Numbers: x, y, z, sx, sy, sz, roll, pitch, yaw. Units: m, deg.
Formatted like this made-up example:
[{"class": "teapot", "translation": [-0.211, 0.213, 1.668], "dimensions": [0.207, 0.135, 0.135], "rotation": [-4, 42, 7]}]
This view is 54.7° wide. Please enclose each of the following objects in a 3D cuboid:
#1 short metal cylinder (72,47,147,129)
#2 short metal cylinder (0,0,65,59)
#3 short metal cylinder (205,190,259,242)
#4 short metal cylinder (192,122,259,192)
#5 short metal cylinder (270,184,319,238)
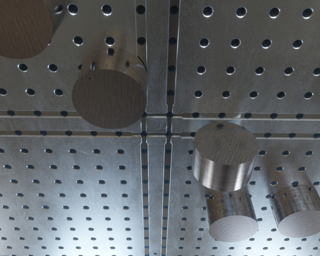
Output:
[{"class": "short metal cylinder", "translation": [-0.055, -0.045, 0.356], "dimensions": [0.081, 0.050, 0.079], "rotation": [0, 130, 0]}, {"class": "short metal cylinder", "translation": [-0.138, -0.114, 0.297], "dimensions": [0.081, 0.050, 0.079], "rotation": [0, 130, 0]}, {"class": "short metal cylinder", "translation": [0.120, 0.149, 0.524], "dimensions": [0.081, 0.050, 0.079], "rotation": [0, 130, 0]}, {"class": "short metal cylinder", "translation": [0.084, 0.036, 0.407], "dimensions": [0.081, 0.080, 0.050], "rotation": [0, 130, 0]}, {"class": "short metal cylinder", "translation": [0.231, 0.139, 0.516], "dimensions": [0.081, 0.050, 0.079], "rotation": [0, 130, 0]}]
